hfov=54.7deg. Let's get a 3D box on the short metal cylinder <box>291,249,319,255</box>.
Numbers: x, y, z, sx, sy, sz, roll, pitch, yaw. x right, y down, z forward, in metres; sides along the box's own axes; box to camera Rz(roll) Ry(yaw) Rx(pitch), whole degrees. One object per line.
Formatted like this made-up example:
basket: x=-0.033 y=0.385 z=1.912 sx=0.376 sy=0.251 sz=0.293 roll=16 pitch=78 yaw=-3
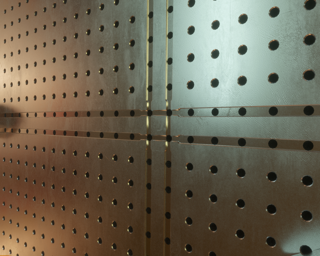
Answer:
short metal cylinder: x=0.130 y=0.143 z=0.266 sx=0.080 sy=0.081 sz=0.050 roll=-32 pitch=70 yaw=35
